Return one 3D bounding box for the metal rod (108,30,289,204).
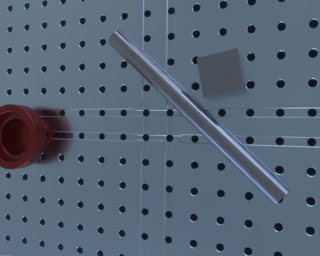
[{"bbox_3d":[0.040,-0.023,0.398,0.300,0.025,0.025,45,104,14],"label":"metal rod"}]

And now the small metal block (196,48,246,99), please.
[{"bbox_3d":[0.077,-0.066,0.385,0.050,0.025,0.050,-10,87,19],"label":"small metal block"}]

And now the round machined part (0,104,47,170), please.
[{"bbox_3d":[-0.217,0.013,0.480,0.098,0.042,0.097,0,90,20],"label":"round machined part"}]
